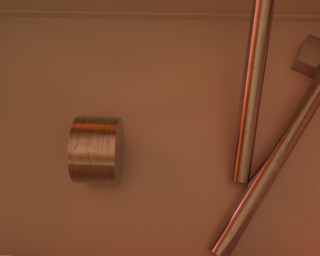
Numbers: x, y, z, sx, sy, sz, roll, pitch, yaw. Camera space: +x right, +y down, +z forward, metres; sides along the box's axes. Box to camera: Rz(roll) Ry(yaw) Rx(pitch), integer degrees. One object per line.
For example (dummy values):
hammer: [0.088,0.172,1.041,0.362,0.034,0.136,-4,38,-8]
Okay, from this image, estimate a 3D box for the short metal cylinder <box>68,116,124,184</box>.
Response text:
short metal cylinder: [-0.073,0.026,0.370,0.050,0.080,0.080,2,70,0]

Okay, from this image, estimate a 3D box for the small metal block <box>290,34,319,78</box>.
small metal block: [0.227,-0.101,0.449,0.050,0.025,0.050,27,72,9]

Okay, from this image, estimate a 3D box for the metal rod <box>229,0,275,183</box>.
metal rod: [0.116,-0.082,0.375,0.025,0.025,0.298,7,95,2]

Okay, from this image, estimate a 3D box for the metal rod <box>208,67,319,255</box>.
metal rod: [0.152,0.027,0.387,0.025,0.025,0.300,33,78,11]
